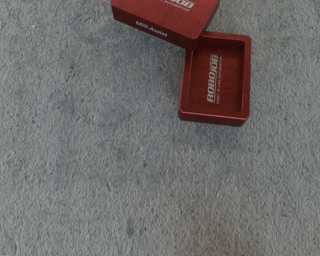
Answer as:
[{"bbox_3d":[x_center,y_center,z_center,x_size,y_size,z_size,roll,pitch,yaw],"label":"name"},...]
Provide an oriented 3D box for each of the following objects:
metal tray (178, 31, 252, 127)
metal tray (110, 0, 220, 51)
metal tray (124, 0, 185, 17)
[{"bbox_3d":[0.077,-0.071,0.431,0.091,0.030,0.130,7,70,2],"label":"metal tray"},{"bbox_3d":[0.009,-0.173,0.436,0.130,0.030,0.090,25,72,8],"label":"metal tray"},{"bbox_3d":[-0.011,-0.241,0.493,0.091,0.030,0.130,-3,70,-1],"label":"metal tray"}]
